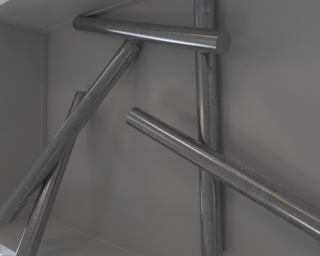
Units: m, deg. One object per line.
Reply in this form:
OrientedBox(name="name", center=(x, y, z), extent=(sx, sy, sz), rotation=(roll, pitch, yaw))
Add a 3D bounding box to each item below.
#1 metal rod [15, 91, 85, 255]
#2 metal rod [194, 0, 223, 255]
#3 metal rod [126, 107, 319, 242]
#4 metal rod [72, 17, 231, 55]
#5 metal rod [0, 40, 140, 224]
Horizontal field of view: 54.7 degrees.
OrientedBox(name="metal rod", center=(-0.156, 0.076, 0.448), extent=(0.025, 0.025, 0.300), rotation=(-12, 55, 39))
OrientedBox(name="metal rod", center=(0.056, -0.004, 0.360), extent=(0.025, 0.025, 0.298), rotation=(-3, 88, 40))
OrientedBox(name="metal rod", center=(0.082, 0.052, 0.314), extent=(0.300, 0.025, 0.025), rotation=(30, 109, 28))
OrientedBox(name="metal rod", center=(-0.035, -0.130, 0.416), extent=(0.300, 0.025, 0.025), rotation=(24, 105, 43))
OrientedBox(name="metal rod", center=(-0.126, 0.003, 0.434), extent=(0.025, 0.025, 0.300), rotation=(34, 87, 35))
